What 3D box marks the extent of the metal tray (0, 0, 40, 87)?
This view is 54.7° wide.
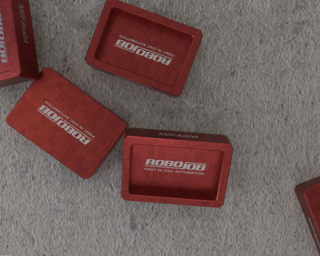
[{"bbox_3d":[-0.205,-0.119,0.389,0.090,0.030,0.129,-8,90,23],"label":"metal tray"}]

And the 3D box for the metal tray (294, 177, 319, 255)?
[{"bbox_3d":[0.247,0.124,0.409,0.090,0.030,0.129,-21,90,0],"label":"metal tray"}]

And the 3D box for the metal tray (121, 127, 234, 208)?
[{"bbox_3d":[0.019,0.051,0.392,0.131,0.030,0.089,5,111,0],"label":"metal tray"}]

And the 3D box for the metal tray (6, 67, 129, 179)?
[{"bbox_3d":[-0.119,-0.006,0.406,0.130,0.030,0.090,36,90,0],"label":"metal tray"}]

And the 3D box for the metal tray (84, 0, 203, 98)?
[{"bbox_3d":[-0.020,-0.103,0.406,0.131,0.030,0.090,20,90,0],"label":"metal tray"}]
